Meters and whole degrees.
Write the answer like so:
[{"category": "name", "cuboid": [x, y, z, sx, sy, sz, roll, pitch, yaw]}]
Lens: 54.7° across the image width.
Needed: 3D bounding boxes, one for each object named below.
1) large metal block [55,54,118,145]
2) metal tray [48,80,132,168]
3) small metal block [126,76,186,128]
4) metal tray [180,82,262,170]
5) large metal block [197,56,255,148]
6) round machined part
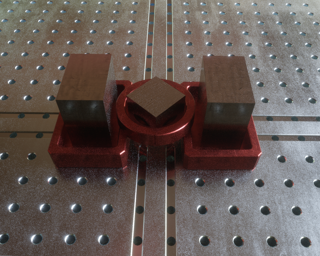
[{"category": "large metal block", "cuboid": [-0.084, -0.035, 0.383, 0.050, 0.080, 0.080, 1, 50, 1]}, {"category": "metal tray", "cuboid": [-0.085, -0.010, 0.411, 0.091, 0.030, 0.130, 1, 50, 0]}, {"category": "small metal block", "cuboid": [-0.005, -0.031, 0.381, 0.050, 0.025, 0.050, 37, 59, 27]}, {"category": "metal tray", "cuboid": [0.074, -0.008, 0.410, 0.091, 0.030, 0.130, 0, 50, 0]}, {"category": "large metal block", "cuboid": [0.076, -0.032, 0.381, 0.050, 0.080, 0.080, 1, 50, 1]}, {"category": "round machined part", "cuboid": [-0.005, -0.016, 0.398, 0.099, 0.042, 0.098, 0, 50, 0]}]
